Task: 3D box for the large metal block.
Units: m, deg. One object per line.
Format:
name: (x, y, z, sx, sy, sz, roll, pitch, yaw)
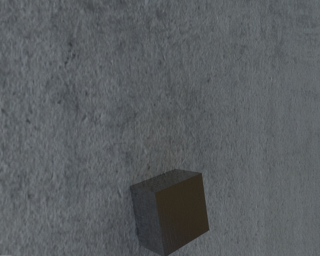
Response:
large metal block: (0.014, 0.105, 0.403, 0.081, 0.050, 0.079, -14, 99, -39)
